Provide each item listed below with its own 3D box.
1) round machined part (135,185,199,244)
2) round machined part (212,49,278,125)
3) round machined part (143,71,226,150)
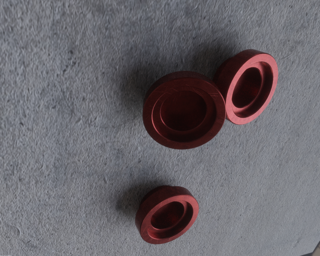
[{"bbox_3d":[0.007,0.128,0.479,0.099,0.042,0.097,-14,124,-21],"label":"round machined part"},{"bbox_3d":[0.107,-0.057,0.412,0.099,0.042,0.097,-20,126,-29],"label":"round machined part"},{"bbox_3d":[0.028,-0.025,0.381,0.099,0.042,0.097,-1,121,-2],"label":"round machined part"}]
